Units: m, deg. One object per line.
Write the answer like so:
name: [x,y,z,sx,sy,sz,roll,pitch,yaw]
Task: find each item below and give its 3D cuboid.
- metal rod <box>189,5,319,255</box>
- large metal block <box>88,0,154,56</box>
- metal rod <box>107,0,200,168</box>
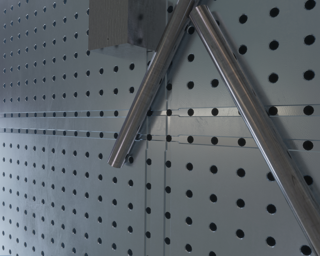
metal rod: [0.102,-0.007,0.324,0.025,0.025,0.299,-36,68,34]
large metal block: [-0.055,-0.150,0.439,0.080,0.050,0.079,3,92,40]
metal rod: [-0.006,-0.073,0.413,0.025,0.025,0.298,39,114,33]
